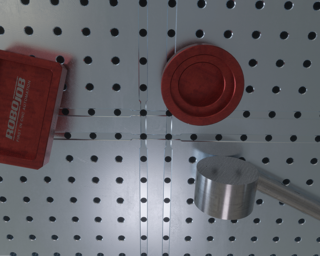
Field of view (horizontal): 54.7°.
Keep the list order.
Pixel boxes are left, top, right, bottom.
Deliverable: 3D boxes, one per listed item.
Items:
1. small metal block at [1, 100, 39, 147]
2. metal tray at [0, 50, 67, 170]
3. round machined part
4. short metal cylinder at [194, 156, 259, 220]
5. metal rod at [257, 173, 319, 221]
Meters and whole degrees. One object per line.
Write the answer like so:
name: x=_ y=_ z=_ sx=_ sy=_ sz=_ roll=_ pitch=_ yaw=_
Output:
small metal block: x=-0.183 y=-0.008 z=0.409 sx=0.050 sy=0.025 sz=0.050 roll=18 pitch=109 yaw=-7
metal tray: x=-0.172 y=-0.022 z=0.374 sx=0.091 sy=0.030 sz=0.129 roll=12 pitch=93 yaw=-7
round machined part: x=0.050 y=-0.055 z=0.385 sx=0.099 sy=0.042 sz=0.097 roll=0 pitch=110 yaw=0
short metal cylinder: x=0.087 y=0.077 z=0.413 sx=0.081 sy=0.080 sz=0.050 roll=2 pitch=110 yaw=-1
metal rod: x=0.260 y=0.136 z=0.466 sx=0.301 sy=0.025 sz=0.025 roll=27 pitch=108 yaw=-10
